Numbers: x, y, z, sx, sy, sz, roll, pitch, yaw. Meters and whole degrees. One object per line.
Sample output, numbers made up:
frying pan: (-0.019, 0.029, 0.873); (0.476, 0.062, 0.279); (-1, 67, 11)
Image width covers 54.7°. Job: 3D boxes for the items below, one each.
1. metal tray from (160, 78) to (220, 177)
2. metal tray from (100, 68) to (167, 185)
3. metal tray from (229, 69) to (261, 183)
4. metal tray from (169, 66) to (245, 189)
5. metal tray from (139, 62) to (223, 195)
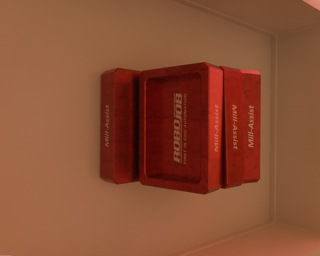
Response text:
metal tray: (0.044, 0.000, 0.438); (0.091, 0.030, 0.129); (1, 90, -40)
metal tray: (-0.025, -0.002, 0.379); (0.091, 0.030, 0.129); (1, 90, -40)
metal tray: (0.083, -0.002, 0.389); (0.030, 0.090, 0.129); (0, 90, -26)
metal tray: (0.051, 0.000, 0.364); (0.030, 0.090, 0.129); (0, 88, -40)
metal tray: (0.021, 0.000, 0.336); (0.030, 0.090, 0.129); (0, 90, -53)
